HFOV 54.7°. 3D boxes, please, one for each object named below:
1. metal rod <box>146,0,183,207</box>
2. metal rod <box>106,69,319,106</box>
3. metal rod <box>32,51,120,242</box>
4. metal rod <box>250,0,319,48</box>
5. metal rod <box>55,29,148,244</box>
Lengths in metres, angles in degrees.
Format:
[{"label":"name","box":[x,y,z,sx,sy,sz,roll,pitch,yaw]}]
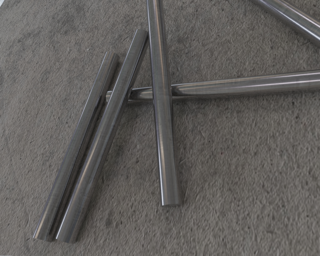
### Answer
[{"label":"metal rod","box":[0.002,-0.051,0.402,0.025,0.025,0.299,-13,66,21]},{"label":"metal rod","box":[0.060,-0.049,0.402,0.300,0.025,0.025,-2,61,27]},{"label":"metal rod","box":[-0.115,0.011,0.457,0.025,0.025,0.300,1,62,28]},{"label":"metal rod","box":[0.175,-0.141,0.398,0.025,0.025,0.300,-36,51,5]},{"label":"metal rod","box":[-0.070,0.000,0.417,0.025,0.025,0.299,10,74,32]}]
